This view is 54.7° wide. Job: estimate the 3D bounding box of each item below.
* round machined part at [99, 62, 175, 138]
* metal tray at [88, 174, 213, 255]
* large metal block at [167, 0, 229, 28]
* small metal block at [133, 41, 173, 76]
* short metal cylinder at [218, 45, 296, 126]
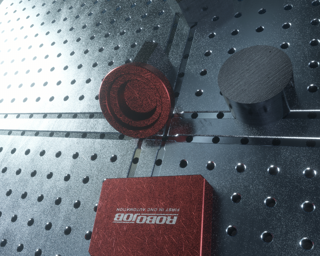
[{"bbox_3d":[-0.027,-0.039,0.411,0.098,0.097,0.042,-9,18,23],"label":"round machined part"},{"bbox_3d":[-0.010,0.102,0.347,0.130,0.030,0.090,-6,59,24],"label":"metal tray"},{"bbox_3d":[0.055,-0.222,0.499,0.080,0.050,0.080,-34,52,5],"label":"large metal block"},{"bbox_3d":[-0.013,-0.089,0.452,0.025,0.050,0.050,18,71,35],"label":"small metal block"},{"bbox_3d":[0.114,-0.049,0.362,0.080,0.050,0.080,-13,56,20],"label":"short metal cylinder"}]
